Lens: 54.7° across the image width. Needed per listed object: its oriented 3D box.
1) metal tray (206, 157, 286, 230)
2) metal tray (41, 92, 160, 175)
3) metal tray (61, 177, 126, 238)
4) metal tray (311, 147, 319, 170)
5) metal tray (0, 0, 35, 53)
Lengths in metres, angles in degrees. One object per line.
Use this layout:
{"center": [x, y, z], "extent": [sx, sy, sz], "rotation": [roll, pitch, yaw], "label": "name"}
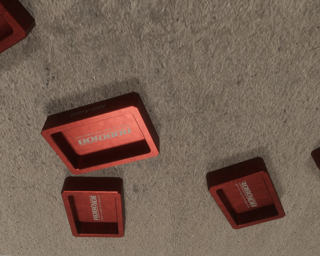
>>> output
{"center": [0.140, 0.109, 0.499], "extent": [0.090, 0.030, 0.130], "rotation": [-21, 127, 16], "label": "metal tray"}
{"center": [-0.075, 0.011, 0.411], "extent": [0.130, 0.030, 0.090], "rotation": [-14, 129, 11], "label": "metal tray"}
{"center": [-0.106, 0.135, 0.517], "extent": [0.091, 0.030, 0.129], "rotation": [1, 130, -2], "label": "metal tray"}
{"center": [0.299, 0.036, 0.438], "extent": [0.130, 0.030, 0.090], "rotation": [-37, 122, 26], "label": "metal tray"}
{"center": [-0.200, -0.126, 0.292], "extent": [0.090, 0.030, 0.130], "rotation": [-24, 127, 18], "label": "metal tray"}
